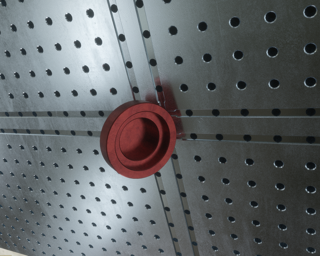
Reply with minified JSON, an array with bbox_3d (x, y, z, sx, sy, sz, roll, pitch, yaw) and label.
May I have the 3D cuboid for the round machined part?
[{"bbox_3d":[-0.031,0.012,0.398,0.042,0.099,0.097,22,134,55],"label":"round machined part"}]
